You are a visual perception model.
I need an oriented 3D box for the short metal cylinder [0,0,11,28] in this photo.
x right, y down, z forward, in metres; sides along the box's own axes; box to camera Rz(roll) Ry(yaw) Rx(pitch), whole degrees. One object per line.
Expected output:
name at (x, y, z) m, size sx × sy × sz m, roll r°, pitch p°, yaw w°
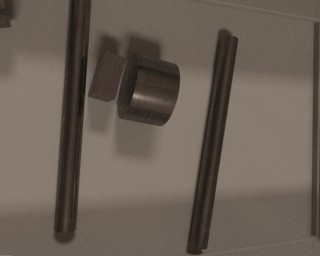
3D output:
short metal cylinder at (-0.188, -0.140, 0.312) m, size 0.050 × 0.080 × 0.080 m, roll -14°, pitch 95°, yaw -20°

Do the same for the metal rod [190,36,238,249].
metal rod at (0.077, 0.018, 0.440) m, size 0.025 × 0.025 × 0.298 m, roll 10°, pitch 86°, yaw -20°

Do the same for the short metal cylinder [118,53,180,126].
short metal cylinder at (-0.016, -0.046, 0.376) m, size 0.050 × 0.080 × 0.080 m, roll 11°, pitch 86°, yaw -20°

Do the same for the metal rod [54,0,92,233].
metal rod at (-0.104, -0.028, 0.372) m, size 0.025 × 0.025 × 0.298 m, roll 4°, pitch 89°, yaw -20°

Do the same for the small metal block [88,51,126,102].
small metal block at (-0.065, -0.060, 0.374) m, size 0.025 × 0.050 × 0.050 m, roll 17°, pitch 85°, yaw -20°
